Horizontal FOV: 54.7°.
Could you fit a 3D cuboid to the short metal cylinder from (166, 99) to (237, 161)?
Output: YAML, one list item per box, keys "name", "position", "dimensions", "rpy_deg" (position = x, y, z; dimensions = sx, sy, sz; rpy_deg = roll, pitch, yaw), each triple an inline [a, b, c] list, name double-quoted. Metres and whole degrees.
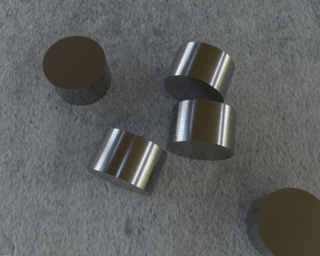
- name: "short metal cylinder"
  position: [0.051, 0.005, 0.378]
  dimensions: [0.080, 0.080, 0.050]
  rpy_deg: [8, 70, 2]

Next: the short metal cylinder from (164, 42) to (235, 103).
- name: "short metal cylinder"
  position: [0.051, -0.066, 0.404]
  dimensions: [0.080, 0.080, 0.050]
  rpy_deg: [20, 71, 7]

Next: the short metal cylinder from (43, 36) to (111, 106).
- name: "short metal cylinder"
  position: [-0.110, -0.077, 0.422]
  dimensions: [0.081, 0.050, 0.080]
  rpy_deg: [0, 70, 0]

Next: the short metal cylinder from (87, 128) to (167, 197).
- name: "short metal cylinder"
  position: [-0.038, 0.041, 0.363]
  dimensions: [0.080, 0.080, 0.050]
  rpy_deg: [20, 71, 7]

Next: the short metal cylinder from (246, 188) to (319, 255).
- name: "short metal cylinder"
  position: [0.145, 0.112, 0.356]
  dimensions: [0.081, 0.050, 0.080]
  rpy_deg: [0, 70, 0]
